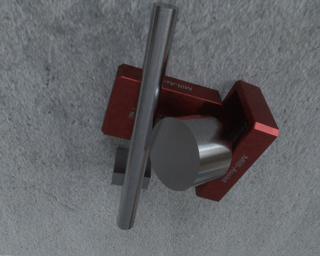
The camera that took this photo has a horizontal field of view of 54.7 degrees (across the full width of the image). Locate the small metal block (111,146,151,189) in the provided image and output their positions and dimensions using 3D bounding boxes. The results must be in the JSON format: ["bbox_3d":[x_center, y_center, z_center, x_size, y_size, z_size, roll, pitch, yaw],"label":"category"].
[{"bbox_3d":[-0.040,0.056,0.439,0.050,0.050,0.025,10,129,-9],"label":"small metal block"}]

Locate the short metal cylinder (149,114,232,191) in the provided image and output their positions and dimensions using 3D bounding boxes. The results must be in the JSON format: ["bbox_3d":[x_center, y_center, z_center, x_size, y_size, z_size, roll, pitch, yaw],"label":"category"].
[{"bbox_3d":[0.032,0.025,0.347,0.050,0.080,0.079,-7,140,-39],"label":"short metal cylinder"}]

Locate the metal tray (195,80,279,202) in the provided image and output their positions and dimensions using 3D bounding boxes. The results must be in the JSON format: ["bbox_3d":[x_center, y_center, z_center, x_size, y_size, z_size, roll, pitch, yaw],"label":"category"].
[{"bbox_3d":[0.084,0.018,0.382,0.030,0.090,0.129,18,128,-15],"label":"metal tray"}]

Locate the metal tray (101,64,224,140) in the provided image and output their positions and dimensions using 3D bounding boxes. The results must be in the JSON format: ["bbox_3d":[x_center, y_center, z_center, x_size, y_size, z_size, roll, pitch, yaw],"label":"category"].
[{"bbox_3d":[0.001,-0.019,0.388,0.131,0.030,0.089,14,129,-12],"label":"metal tray"}]

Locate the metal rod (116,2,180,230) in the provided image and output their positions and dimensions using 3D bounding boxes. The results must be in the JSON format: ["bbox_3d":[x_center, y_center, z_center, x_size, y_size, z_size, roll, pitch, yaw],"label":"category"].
[{"bbox_3d":[-0.022,0.010,0.366,0.025,0.025,0.298,8,121,-7],"label":"metal rod"}]
